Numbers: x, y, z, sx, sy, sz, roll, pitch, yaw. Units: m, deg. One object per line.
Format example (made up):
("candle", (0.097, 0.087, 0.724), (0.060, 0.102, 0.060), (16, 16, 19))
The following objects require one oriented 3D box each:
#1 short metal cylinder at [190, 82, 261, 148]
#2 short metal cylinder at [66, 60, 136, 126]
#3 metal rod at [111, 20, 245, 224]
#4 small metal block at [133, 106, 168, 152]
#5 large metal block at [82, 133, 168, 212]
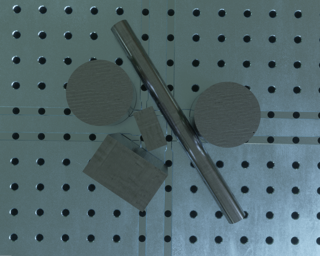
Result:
("short metal cylinder", (0.081, -0.016, 0.398), (0.081, 0.050, 0.079), (0, 90, 0))
("short metal cylinder", (-0.073, -0.042, 0.396), (0.081, 0.050, 0.079), (0, 90, 0))
("metal rod", (0.024, -0.008, 0.410), (0.025, 0.025, 0.299), (-31, 90, 0))
("small metal block", (-0.012, 0.001, 0.397), (0.025, 0.050, 0.050), (-21, 90, 0))
("large metal block", (-0.038, 0.050, 0.381), (0.080, 0.080, 0.050), (34, 91, 0))
